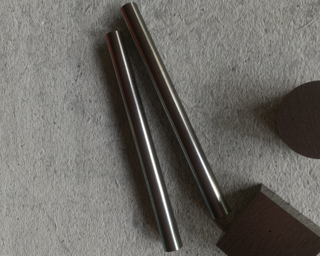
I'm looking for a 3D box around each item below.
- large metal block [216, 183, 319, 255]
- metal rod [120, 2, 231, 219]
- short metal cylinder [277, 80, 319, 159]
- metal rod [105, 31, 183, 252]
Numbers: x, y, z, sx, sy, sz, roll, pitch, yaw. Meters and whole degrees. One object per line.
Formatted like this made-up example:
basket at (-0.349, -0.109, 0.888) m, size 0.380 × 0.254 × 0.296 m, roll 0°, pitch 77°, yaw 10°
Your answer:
large metal block at (0.124, 0.123, 0.352) m, size 0.080 × 0.050 × 0.080 m, roll 38°, pitch 102°, yaw 16°
metal rod at (0.016, -0.028, 0.403) m, size 0.025 × 0.025 × 0.299 m, roll -26°, pitch 82°, yaw 18°
short metal cylinder at (0.169, -0.008, 0.336) m, size 0.080 × 0.050 × 0.079 m, roll 0°, pitch 90°, yaw 20°
metal rod at (-0.023, 0.013, 0.417) m, size 0.025 × 0.025 × 0.299 m, roll -18°, pitch 84°, yaw 19°
